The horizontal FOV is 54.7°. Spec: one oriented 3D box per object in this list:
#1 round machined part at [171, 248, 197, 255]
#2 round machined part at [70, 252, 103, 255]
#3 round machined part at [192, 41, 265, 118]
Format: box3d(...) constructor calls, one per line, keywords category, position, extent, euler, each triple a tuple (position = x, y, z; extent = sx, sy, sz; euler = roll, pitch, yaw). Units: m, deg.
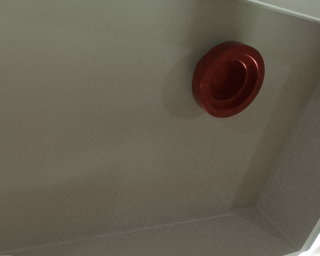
box3d(category="round machined part", position=(0.048, 0.275, 0.567), extent=(0.099, 0.042, 0.097), euler=(-6, 97, -56))
box3d(category="round machined part", position=(-0.125, 0.246, 0.485), extent=(0.099, 0.042, 0.097), euler=(-14, 124, -21))
box3d(category="round machined part", position=(0.084, -0.065, 0.405), extent=(0.099, 0.042, 0.097), euler=(-14, 125, -21))
